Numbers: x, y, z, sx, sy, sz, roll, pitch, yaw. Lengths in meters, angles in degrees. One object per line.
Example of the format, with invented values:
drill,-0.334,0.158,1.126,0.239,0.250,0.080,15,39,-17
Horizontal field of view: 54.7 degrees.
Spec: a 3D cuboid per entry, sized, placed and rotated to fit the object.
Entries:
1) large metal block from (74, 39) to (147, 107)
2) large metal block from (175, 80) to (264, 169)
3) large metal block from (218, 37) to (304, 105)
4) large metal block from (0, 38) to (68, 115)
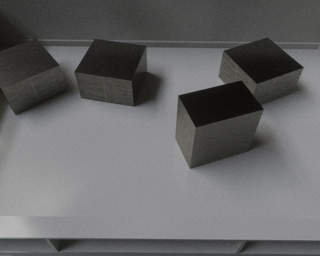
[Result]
large metal block,-0.068,-0.083,0.458,0.080,0.050,0.080,10,51,7
large metal block,0.067,-0.003,0.373,0.081,0.080,0.050,-15,52,-12
large metal block,0.146,-0.083,0.460,0.081,0.050,0.080,-20,53,-16
large metal block,-0.195,-0.077,0.451,0.081,0.050,0.080,-30,57,-23
